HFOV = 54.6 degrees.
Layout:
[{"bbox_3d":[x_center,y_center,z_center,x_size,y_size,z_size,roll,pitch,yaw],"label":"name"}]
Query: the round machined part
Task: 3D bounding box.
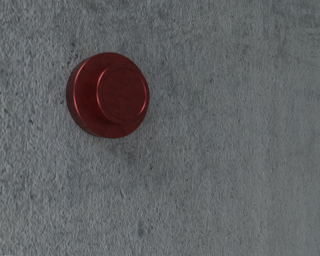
[{"bbox_3d":[-0.051,-0.037,0.350,0.099,0.042,0.097,0,90,-40],"label":"round machined part"}]
